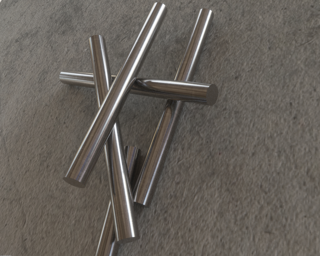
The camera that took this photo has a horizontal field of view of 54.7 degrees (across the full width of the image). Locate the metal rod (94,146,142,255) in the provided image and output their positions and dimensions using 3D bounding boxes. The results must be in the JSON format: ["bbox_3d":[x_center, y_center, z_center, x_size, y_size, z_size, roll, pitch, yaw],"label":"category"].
[{"bbox_3d":[-0.064,0.160,0.337,0.025,0.025,0.299,-2,61,27],"label":"metal rod"}]

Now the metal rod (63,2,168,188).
[{"bbox_3d":[-0.046,-0.063,0.403,0.025,0.025,0.300,2,55,29],"label":"metal rod"}]

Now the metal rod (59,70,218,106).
[{"bbox_3d":[-0.053,-0.063,0.447,0.300,0.025,0.025,13,68,40],"label":"metal rod"}]

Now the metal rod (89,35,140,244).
[{"bbox_3d":[-0.065,-0.008,0.399,0.025,0.025,0.299,-23,59,14],"label":"metal rod"}]

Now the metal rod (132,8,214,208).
[{"bbox_3d":[0.023,-0.042,0.416,0.025,0.025,0.300,6,64,30],"label":"metal rod"}]
